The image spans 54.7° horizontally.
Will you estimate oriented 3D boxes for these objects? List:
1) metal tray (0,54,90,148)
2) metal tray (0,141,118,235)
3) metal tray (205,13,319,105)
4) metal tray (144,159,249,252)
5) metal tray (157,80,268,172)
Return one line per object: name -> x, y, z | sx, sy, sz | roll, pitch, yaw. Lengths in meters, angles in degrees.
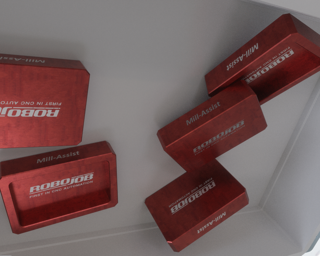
metal tray -> -0.143, -0.025, 0.311 | 0.131, 0.030, 0.089 | -1, 119, -28
metal tray -> -0.120, 0.072, 0.384 | 0.131, 0.030, 0.089 | -11, 123, -22
metal tray -> 0.132, -0.073, 0.387 | 0.091, 0.030, 0.129 | 14, 146, -34
metal tray -> 0.053, 0.109, 0.462 | 0.131, 0.090, 0.030 | -32, 129, -8
metal tray -> 0.072, 0.002, 0.417 | 0.130, 0.030, 0.090 | -32, 142, 9
